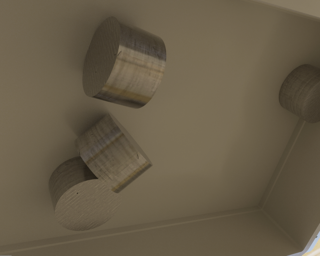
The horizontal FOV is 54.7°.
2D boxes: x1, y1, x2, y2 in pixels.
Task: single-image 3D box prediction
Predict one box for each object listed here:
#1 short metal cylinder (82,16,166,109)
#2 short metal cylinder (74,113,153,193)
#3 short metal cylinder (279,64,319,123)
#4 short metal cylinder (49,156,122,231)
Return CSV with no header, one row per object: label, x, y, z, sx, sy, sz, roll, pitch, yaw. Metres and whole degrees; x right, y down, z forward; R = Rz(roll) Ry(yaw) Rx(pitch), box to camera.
short metal cylinder,-0.038,-0.064,0.313,0.050,0.080,0.080,14,111,-34
short metal cylinder,-0.053,0.029,0.362,0.050,0.080,0.080,-39,129,-2
short metal cylinder,0.237,-0.054,0.488,0.081,0.050,0.079,-14,124,-21
short metal cylinder,-0.095,0.082,0.391,0.081,0.050,0.079,-14,124,-21
